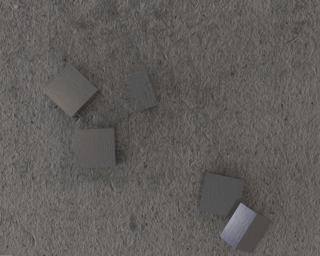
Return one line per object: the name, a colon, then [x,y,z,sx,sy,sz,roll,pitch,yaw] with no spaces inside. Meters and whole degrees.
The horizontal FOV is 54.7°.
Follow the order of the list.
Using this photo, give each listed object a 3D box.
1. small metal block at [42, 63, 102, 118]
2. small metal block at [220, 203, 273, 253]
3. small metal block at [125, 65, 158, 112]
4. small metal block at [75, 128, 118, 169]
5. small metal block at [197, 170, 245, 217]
small metal block: [-0.115,-0.049,0.409,0.050,0.025,0.050,44,90,0]
small metal block: [0.111,0.129,0.397,0.050,0.025,0.050,32,90,-43]
small metal block: [-0.022,-0.048,0.397,0.025,0.050,0.050,-18,90,0]
small metal block: [-0.083,0.026,0.409,0.050,0.025,0.050,-3,90,0]
small metal block: [0.080,0.087,0.411,0.050,0.025,0.050,12,90,0]
